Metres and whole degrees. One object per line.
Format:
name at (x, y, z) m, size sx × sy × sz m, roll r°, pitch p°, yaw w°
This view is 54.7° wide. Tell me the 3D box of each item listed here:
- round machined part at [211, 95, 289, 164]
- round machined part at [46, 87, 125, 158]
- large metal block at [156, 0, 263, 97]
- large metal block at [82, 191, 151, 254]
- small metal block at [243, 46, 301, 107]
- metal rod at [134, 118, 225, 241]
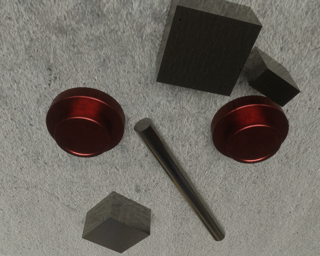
round machined part at (0.118, 0.009, 0.405) m, size 0.099 × 0.042 × 0.097 m, roll 0°, pitch 130°, yaw 0°
round machined part at (-0.095, 0.000, 0.395) m, size 0.099 × 0.042 × 0.097 m, roll 0°, pitch 130°, yaw 0°
large metal block at (0.044, -0.086, 0.318) m, size 0.081 × 0.050 × 0.079 m, roll 10°, pitch 129°, yaw -9°
large metal block at (-0.073, 0.163, 0.528) m, size 0.080 × 0.050 × 0.080 m, roll 33°, pitch 123°, yaw -25°
small metal block at (0.121, -0.057, 0.343) m, size 0.050 × 0.050 × 0.025 m, roll 27°, pitch 125°, yaw -22°
metal rod at (0.044, 0.098, 0.490) m, size 0.025 × 0.025 × 0.299 m, roll -21°, pitch 128°, yaw 16°
